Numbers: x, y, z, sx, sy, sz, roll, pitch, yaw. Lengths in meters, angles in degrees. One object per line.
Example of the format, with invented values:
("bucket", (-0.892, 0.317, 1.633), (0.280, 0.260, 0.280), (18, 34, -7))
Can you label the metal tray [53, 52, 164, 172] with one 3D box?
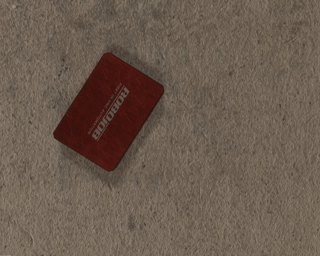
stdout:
("metal tray", (-0.065, -0.020, 0.407), (0.090, 0.030, 0.130), (32, 90, -1))
